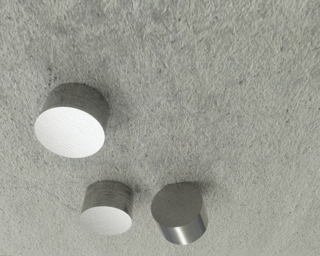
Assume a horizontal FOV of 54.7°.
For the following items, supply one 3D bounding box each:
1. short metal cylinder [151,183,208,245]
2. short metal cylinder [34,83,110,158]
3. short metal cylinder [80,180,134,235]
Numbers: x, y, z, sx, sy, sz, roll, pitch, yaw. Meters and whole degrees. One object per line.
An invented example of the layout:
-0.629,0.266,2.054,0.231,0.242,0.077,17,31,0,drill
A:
0.031,0.133,0.484,0.080,0.080,0.050,-12,129,9,short metal cylinder
-0.105,-0.009,0.382,0.081,0.050,0.079,0,130,0,short metal cylinder
-0.084,0.129,0.500,0.081,0.050,0.079,0,130,0,short metal cylinder
